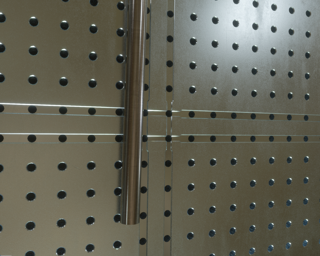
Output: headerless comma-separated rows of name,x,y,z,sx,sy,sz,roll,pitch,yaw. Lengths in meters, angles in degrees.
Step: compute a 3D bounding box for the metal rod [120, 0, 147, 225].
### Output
metal rod,-0.034,-0.029,0.399,0.025,0.025,0.298,2,89,-20
